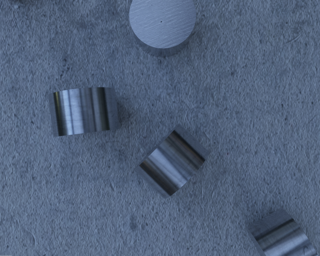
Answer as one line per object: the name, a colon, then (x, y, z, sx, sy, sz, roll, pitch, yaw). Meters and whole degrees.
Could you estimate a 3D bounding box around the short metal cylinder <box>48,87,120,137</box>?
short metal cylinder: (-0.092, -0.019, 0.382, 0.080, 0.080, 0.050, -7, 90, 0)

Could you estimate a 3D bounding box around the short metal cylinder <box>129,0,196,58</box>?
short metal cylinder: (0.003, -0.136, 0.397, 0.081, 0.050, 0.080, 0, 90, 0)

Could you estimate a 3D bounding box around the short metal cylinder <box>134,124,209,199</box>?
short metal cylinder: (0.014, 0.040, 0.382, 0.050, 0.080, 0.080, 44, 90, 0)

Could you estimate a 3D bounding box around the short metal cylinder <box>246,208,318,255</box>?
short metal cylinder: (0.151, 0.148, 0.384, 0.050, 0.080, 0.080, -29, 90, 0)
